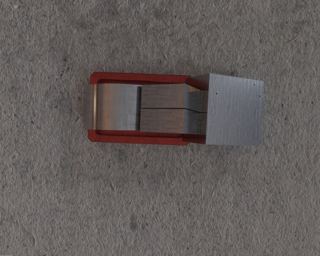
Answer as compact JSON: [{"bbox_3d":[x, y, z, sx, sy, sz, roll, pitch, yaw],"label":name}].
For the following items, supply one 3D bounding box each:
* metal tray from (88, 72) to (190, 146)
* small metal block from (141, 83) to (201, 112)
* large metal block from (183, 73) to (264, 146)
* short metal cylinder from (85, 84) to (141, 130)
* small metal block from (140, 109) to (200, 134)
[{"bbox_3d":[-0.025,-0.025,0.408,0.131,0.030,0.089,2,90,0],"label":"metal tray"},{"bbox_3d":[0.013,-0.033,0.346,0.050,0.050,0.025,2,89,26],"label":"small metal block"},{"bbox_3d":[0.078,-0.020,0.385,0.081,0.050,0.080,3,90,-26],"label":"large metal block"},{"bbox_3d":[-0.048,-0.023,0.370,0.081,0.080,0.050,1,90,0],"label":"short metal cylinder"},{"bbox_3d":[0.012,-0.007,0.346,0.050,0.050,0.025,2,89,26],"label":"small metal block"}]
